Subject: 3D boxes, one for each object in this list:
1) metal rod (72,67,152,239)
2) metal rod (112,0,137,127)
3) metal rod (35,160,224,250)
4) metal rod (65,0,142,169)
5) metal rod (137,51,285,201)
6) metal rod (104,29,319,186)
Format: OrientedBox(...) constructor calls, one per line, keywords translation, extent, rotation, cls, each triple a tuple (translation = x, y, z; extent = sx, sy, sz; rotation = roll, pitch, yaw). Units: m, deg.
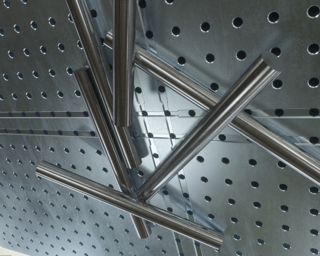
OrientedBox(translation=(-0.066, 0.052, 0.478), extent=(0.025, 0.025, 0.299), rotation=(-3, 117, 29), cls="metal rod")
OrientedBox(translation=(-0.037, -0.141, 0.321), extent=(0.025, 0.025, 0.298), rotation=(14, 117, 20), cls="metal rod")
OrientedBox(translation=(-0.048, 0.117, 0.478), extent=(0.301, 0.025, 0.025), rotation=(21, 127, 3), cls="metal rod")
OrientedBox(translation=(-0.078, -0.077, 0.405), extent=(0.025, 0.025, 0.299), rotation=(-2, 118, 29), cls="metal rod")
OrientedBox(translation=(0.038, 0.023, 0.381), extent=(0.025, 0.025, 0.298), rotation=(39, 137, 2), cls="metal rod")
OrientedBox(translation=(0.064, -0.027, 0.361), extent=(0.300, 0.025, 0.025), rotation=(34, 129, 6), cls="metal rod")
